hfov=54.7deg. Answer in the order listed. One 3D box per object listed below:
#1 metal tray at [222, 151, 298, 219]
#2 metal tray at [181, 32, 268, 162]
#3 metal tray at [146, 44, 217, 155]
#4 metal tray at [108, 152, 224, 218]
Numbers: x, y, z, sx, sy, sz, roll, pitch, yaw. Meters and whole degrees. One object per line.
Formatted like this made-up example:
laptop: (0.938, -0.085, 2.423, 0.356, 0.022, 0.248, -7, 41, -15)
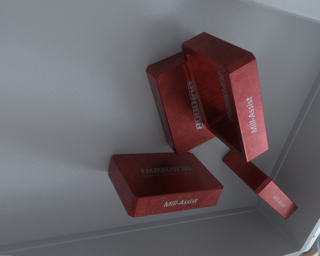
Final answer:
metal tray: (0.168, 0.094, 0.519, 0.030, 0.090, 0.130, -47, 130, 4)
metal tray: (0.074, -0.033, 0.348, 0.030, 0.090, 0.129, -31, 129, -9)
metal tray: (0.042, -0.036, 0.408, 0.091, 0.030, 0.129, -26, 128, -13)
metal tray: (0.007, 0.070, 0.415, 0.131, 0.090, 0.030, 1, 118, -29)
